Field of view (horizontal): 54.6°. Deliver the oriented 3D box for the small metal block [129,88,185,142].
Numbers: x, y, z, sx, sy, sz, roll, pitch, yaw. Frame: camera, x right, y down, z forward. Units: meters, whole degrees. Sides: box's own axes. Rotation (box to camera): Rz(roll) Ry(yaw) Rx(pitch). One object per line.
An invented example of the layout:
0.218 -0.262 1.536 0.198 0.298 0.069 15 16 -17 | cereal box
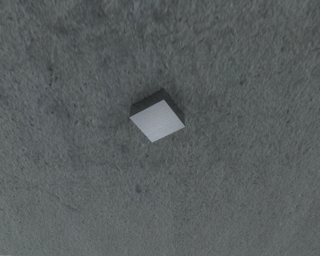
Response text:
-0.003 -0.015 0.394 0.050 0.025 0.050 -26 126 20 | small metal block
